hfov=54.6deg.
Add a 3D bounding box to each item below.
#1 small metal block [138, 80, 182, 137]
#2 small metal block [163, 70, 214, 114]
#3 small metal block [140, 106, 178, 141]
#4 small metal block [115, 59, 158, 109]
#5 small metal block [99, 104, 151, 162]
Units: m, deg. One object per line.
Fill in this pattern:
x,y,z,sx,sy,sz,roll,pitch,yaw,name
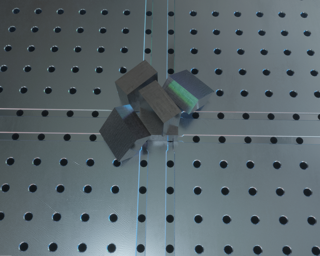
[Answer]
-0.001,-0.023,0.380,0.025,0.050,0.050,-34,74,-12,small metal block
0.037,-0.050,0.416,0.050,0.025,0.050,41,35,13,small metal block
-0.002,-0.010,0.415,0.050,0.025,0.050,1,70,-1,small metal block
-0.030,-0.057,0.419,0.050,0.050,0.025,-39,75,-13,small metal block
-0.045,0.007,0.393,0.025,0.050,0.050,-17,66,-46,small metal block
